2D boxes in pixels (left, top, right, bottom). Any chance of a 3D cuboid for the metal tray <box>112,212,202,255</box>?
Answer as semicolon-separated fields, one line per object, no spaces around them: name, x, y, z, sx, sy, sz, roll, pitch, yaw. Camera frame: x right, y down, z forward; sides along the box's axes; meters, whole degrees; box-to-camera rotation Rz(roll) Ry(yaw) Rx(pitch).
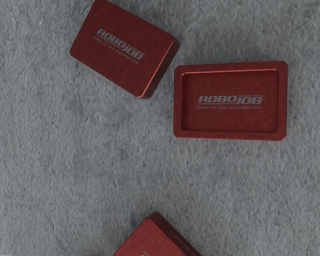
metal tray;0.008;0.188;0.403;0.130;0.030;0.090;42;103;14

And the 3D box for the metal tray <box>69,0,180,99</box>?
metal tray;-0.050;-0.109;0.423;0.130;0.030;0.090;33;100;16

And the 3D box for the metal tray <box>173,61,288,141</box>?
metal tray;0.083;-0.031;0.376;0.130;0.030;0.089;1;90;19
